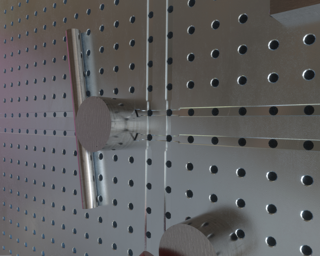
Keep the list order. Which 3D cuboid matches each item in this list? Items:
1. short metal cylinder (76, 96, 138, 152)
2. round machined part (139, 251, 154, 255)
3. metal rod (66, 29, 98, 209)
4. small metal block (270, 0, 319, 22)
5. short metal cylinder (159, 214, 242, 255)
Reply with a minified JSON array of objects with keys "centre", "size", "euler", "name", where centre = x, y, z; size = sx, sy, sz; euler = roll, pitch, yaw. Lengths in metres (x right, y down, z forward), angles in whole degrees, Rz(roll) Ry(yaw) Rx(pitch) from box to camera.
[{"centre":[-0.080,-0.006,0.459],"size":[0.080,0.050,0.080],"euler":[0,90,40],"name":"short metal cylinder"},{"centre":[-0.001,0.196,0.360],"size":[0.042,0.098,0.098],"euler":[-43,58,-8],"name":"round machined part"},{"centre":[-0.131,-0.018,0.517],"size":[0.025,0.025,0.298],"euler":[-12,83,39],"name":"metal rod"},{"centre":[0.135,-0.136,0.298],"size":[0.050,0.025,0.050],"euler":[0,90,40],"name":"small metal block"},{"centre":[0.046,0.145,0.356],"size":[0.080,0.050,0.080],"euler":[0,90,40],"name":"short metal cylinder"}]
